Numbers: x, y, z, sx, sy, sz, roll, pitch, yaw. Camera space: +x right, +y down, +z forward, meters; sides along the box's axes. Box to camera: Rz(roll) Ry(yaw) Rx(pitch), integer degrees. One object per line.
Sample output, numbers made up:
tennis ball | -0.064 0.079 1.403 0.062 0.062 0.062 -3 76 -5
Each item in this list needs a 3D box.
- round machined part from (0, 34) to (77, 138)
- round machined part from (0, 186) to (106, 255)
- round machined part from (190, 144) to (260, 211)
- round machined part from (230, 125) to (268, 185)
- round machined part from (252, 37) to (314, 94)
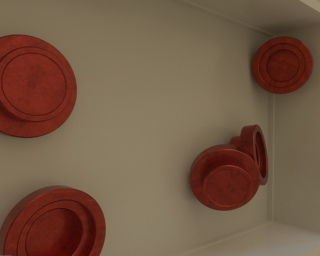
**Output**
round machined part | -0.124 -0.039 0.292 0.099 0.042 0.097 0 90 -40
round machined part | -0.107 0.106 0.307 0.099 0.042 0.097 0 90 -40
round machined part | 0.093 0.076 0.440 0.099 0.042 0.097 1 107 2
round machined part | 0.144 0.045 0.505 0.098 0.042 0.098 25 60 -57
round machined part | 0.218 -0.110 0.550 0.042 0.098 0.097 -17 102 -59
